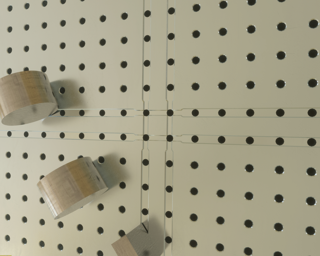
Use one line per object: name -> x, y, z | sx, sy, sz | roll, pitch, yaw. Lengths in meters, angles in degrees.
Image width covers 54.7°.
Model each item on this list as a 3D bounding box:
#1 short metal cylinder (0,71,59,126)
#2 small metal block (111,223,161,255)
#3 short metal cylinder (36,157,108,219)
short metal cylinder -> -0.196, -0.042, 0.453 | 0.080, 0.080, 0.050 | -25, 82, 18
small metal block -> -0.030, 0.161, 0.410 | 0.025, 0.050, 0.050 | -37, 78, 16
short metal cylinder -> -0.119, 0.082, 0.425 | 0.080, 0.080, 0.050 | -36, 79, 16
